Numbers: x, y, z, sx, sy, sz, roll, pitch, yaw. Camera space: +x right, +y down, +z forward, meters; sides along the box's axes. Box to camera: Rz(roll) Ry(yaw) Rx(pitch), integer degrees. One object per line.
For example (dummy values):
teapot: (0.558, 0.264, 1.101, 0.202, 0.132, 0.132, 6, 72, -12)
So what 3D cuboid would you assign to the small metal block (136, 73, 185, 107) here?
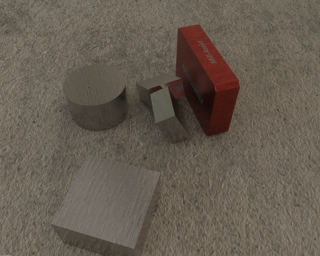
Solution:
small metal block: (0.000, -0.055, 0.435, 0.050, 0.025, 0.050, -20, 24, -16)

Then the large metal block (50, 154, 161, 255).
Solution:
large metal block: (-0.049, 0.082, 0.318, 0.080, 0.050, 0.080, 13, 51, 10)

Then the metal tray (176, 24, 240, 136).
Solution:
metal tray: (0.057, -0.065, 0.416, 0.030, 0.089, 0.130, -13, 51, -11)

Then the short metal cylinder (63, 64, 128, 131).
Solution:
short metal cylinder: (-0.085, -0.042, 0.421, 0.081, 0.050, 0.080, 0, 50, 0)

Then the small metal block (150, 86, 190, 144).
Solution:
small metal block: (0.013, -0.016, 0.396, 0.025, 0.050, 0.050, -23, 50, 13)
